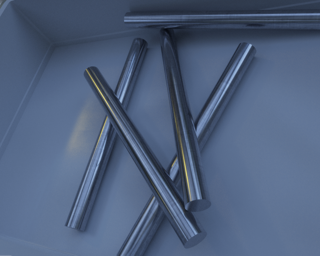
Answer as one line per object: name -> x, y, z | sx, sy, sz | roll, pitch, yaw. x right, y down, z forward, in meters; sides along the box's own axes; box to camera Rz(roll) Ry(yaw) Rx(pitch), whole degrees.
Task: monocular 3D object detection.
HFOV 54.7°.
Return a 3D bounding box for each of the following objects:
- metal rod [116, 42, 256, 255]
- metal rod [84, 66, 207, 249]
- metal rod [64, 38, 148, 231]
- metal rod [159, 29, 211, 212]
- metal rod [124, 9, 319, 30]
metal rod -> 0.039, 0.020, 0.371 | 0.025, 0.025, 0.300 | 21, 73, 35
metal rod -> -0.036, 0.010, 0.383 | 0.025, 0.025, 0.300 | -38, 51, 2
metal rod -> -0.069, -0.007, 0.444 | 0.025, 0.025, 0.300 | 2, 62, 28
metal rod -> 0.023, -0.038, 0.391 | 0.025, 0.025, 0.300 | -21, 46, 15
metal rod -> 0.084, -0.151, 0.433 | 0.301, 0.025, 0.025 | 9, 66, 25
